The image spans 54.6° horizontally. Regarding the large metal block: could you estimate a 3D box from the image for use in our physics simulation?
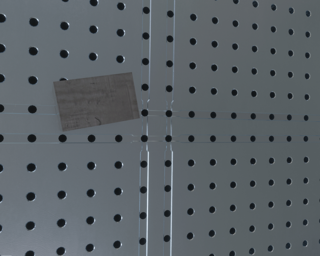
[{"bbox_3d":[-0.076,-0.028,0.355,0.081,0.080,0.050,-11,94,-20],"label":"large metal block"}]
